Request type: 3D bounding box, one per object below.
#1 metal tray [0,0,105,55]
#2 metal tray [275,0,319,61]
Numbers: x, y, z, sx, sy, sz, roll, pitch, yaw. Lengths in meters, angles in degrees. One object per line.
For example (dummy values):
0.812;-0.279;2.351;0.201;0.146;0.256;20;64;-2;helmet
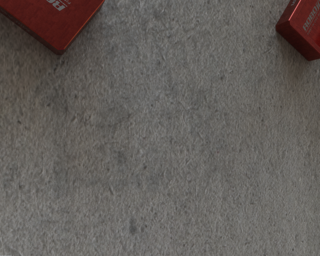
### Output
-0.141;-0.159;0.354;0.130;0.030;0.090;38;78;-17;metal tray
0.254;-0.187;0.502;0.090;0.030;0.130;35;78;-17;metal tray
